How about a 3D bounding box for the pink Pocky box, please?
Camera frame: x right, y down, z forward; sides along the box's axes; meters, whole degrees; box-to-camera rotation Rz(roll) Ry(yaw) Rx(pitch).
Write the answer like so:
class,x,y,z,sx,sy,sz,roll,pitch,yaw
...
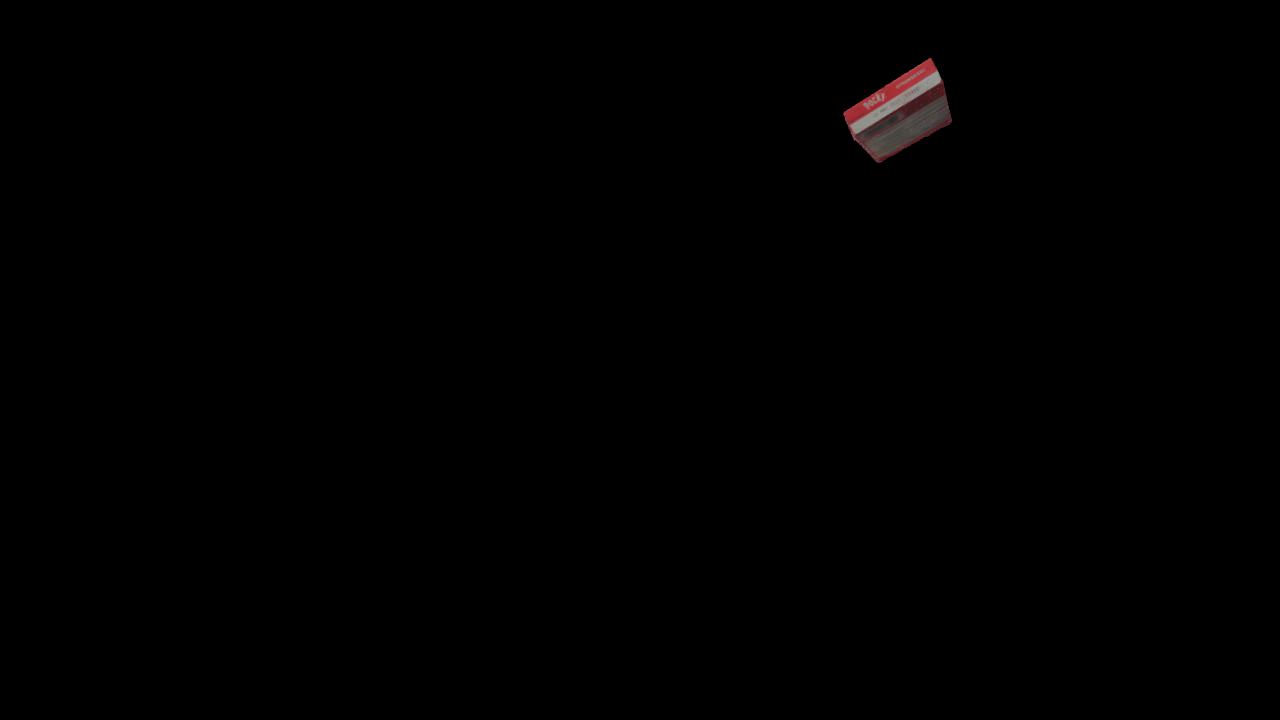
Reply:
class,x,y,z,sx,sy,sz,roll,pitch,yaw
pink Pocky box,0.260,-0.242,0.614,0.084,0.029,0.155,-26,-7,30
